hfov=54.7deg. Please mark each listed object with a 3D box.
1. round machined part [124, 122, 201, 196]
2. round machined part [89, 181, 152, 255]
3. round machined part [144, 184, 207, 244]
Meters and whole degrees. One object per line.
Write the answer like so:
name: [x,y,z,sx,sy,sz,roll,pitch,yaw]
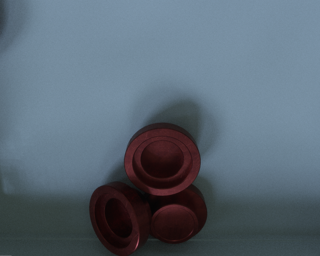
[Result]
round machined part: [0.003,0.038,0.416,0.099,0.042,0.097,0,110,0]
round machined part: [-0.050,0.121,0.429,0.098,0.042,0.097,9,104,38]
round machined part: [0.020,0.127,0.449,0.099,0.042,0.097,0,110,0]
